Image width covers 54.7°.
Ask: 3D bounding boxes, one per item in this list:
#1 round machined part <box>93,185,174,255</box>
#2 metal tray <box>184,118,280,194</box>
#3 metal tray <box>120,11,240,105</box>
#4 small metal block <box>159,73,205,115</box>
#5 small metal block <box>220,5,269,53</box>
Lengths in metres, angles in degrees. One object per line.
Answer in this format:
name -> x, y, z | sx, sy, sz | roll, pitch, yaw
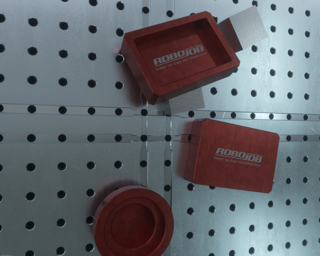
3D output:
round machined part -> -0.036, 0.121, 0.390 | 0.099, 0.042, 0.097 | 0, 90, -20
metal tray -> 0.106, 0.041, 0.449 | 0.131, 0.030, 0.090 | 11, 86, -20
metal tray -> 0.027, -0.093, 0.400 | 0.131, 0.030, 0.090 | -23, 78, -22
small metal block -> 0.029, -0.047, 0.423 | 0.050, 0.025, 0.050 | -13, 94, -20
small metal block -> 0.125, -0.146, 0.458 | 0.050, 0.025, 0.050 | -30, 100, -18
